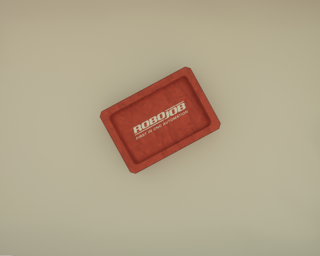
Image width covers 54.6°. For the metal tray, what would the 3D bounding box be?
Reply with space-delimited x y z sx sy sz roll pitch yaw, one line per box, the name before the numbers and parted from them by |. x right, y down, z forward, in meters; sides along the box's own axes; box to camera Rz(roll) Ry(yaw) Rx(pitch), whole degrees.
metal tray | 0.000 -0.010 0.406 0.130 0.030 0.090 -28 90 -1
